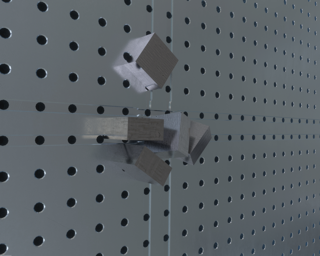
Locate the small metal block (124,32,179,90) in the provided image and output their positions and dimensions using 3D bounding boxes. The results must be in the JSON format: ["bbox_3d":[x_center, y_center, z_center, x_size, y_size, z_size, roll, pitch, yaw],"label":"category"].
[{"bbox_3d":[-0.010,-0.085,0.399,0.050,0.025,0.050,43,64,-31],"label":"small metal block"}]

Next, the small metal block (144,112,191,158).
[{"bbox_3d":[0.009,0.010,0.390,0.025,0.050,0.050,36,54,-50],"label":"small metal block"}]

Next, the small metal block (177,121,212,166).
[{"bbox_3d":[0.034,0.016,0.417,0.050,0.050,0.025,-52,143,-27],"label":"small metal block"}]

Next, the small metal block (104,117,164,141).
[{"bbox_3d":[-0.031,0.001,0.366,0.050,0.050,0.025,3,88,-40],"label":"small metal block"}]

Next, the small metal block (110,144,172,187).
[{"bbox_3d":[-0.023,0.044,0.373,0.050,0.050,0.025,42,65,-32],"label":"small metal block"}]
